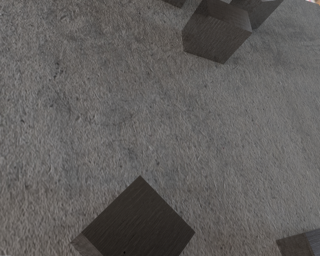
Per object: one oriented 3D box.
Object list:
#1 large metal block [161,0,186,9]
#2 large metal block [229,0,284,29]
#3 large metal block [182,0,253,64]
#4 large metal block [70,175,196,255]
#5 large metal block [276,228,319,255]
[{"bbox_3d":[0.015,-0.277,0.565,0.081,0.050,0.080,17,55,-18],"label":"large metal block"},{"bbox_3d":[0.183,-0.240,0.613,0.081,0.080,0.050,-23,74,-36],"label":"large metal block"},{"bbox_3d":[0.092,-0.161,0.516,0.081,0.080,0.050,12,57,-22],"label":"large metal block"},{"bbox_3d":[-0.026,0.109,0.307,0.080,0.050,0.080,46,51,3],"label":"large metal block"},{"bbox_3d":[0.209,0.172,0.395,0.081,0.050,0.080,-2,63,-29],"label":"large metal block"}]
